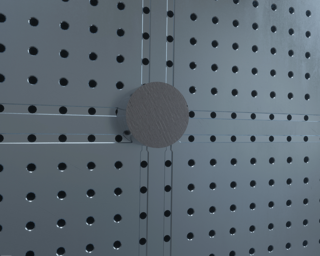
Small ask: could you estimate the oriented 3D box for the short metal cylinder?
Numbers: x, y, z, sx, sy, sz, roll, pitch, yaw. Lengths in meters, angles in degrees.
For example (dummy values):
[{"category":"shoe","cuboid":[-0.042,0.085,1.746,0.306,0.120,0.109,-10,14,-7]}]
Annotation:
[{"category":"short metal cylinder","cuboid":[-0.010,-0.016,0.395,0.081,0.050,0.080,0,90,-20]}]
